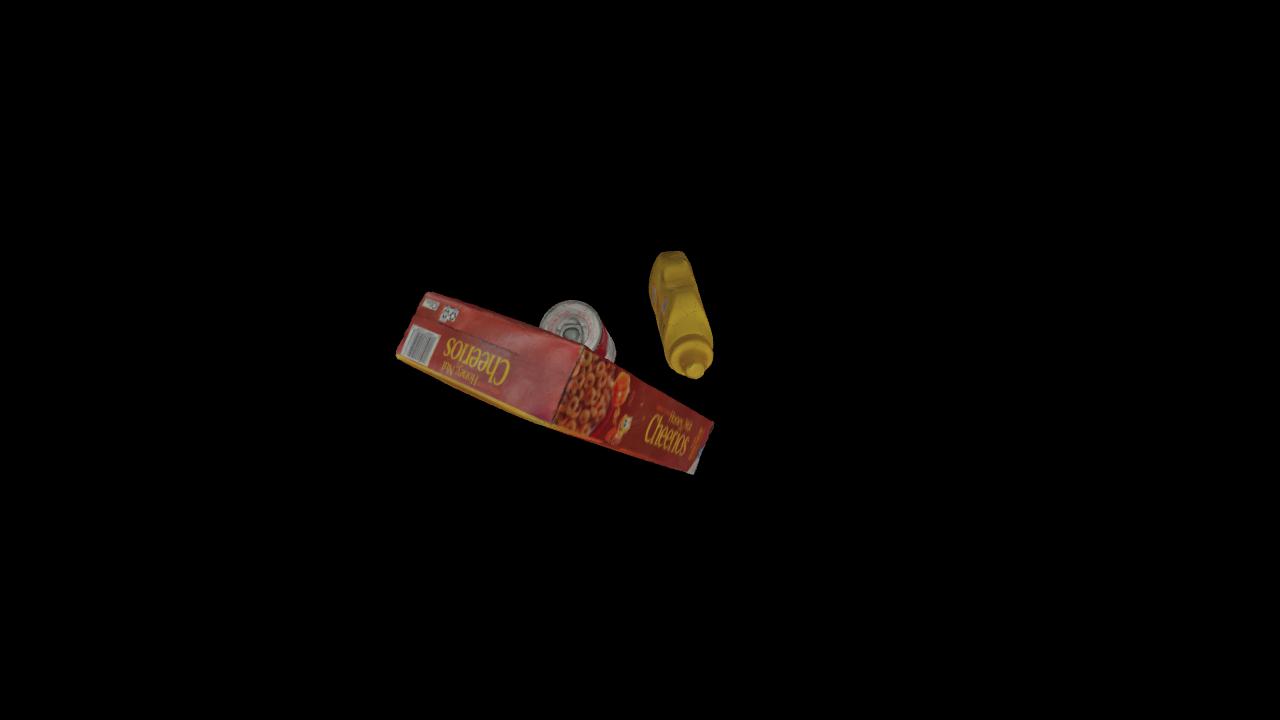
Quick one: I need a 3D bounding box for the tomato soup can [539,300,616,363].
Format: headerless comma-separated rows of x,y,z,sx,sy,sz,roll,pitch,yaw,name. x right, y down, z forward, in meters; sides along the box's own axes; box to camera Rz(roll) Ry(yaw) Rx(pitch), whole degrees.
-0.066,-0.019,0.682,0.068,0.068,0.101,0,-13,7,tomato soup can

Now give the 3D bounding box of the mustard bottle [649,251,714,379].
0.044,-0.039,0.647,0.054,0.092,0.184,1,33,-6,mustard bottle

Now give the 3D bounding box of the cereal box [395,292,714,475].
-0.069,0.037,0.652,0.203,0.081,0.306,19,-8,31,cereal box
